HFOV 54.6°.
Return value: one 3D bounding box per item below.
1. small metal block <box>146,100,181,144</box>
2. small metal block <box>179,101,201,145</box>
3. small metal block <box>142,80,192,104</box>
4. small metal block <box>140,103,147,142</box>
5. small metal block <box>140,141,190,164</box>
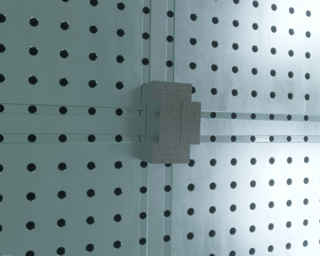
[{"bbox_3d":[0.003,-0.007,0.373,0.025,0.050,0.050,2,90,-20],"label":"small metal block"},{"bbox_3d":[0.027,-0.006,0.382,0.025,0.050,0.050,2,89,-19],"label":"small metal block"},{"bbox_3d":[0.008,-0.044,0.401,0.050,0.050,0.025,2,90,-20],"label":"small metal block"},{"bbox_3d":[0.002,-0.007,0.412,0.050,0.025,0.050,2,90,-19],"label":"small metal block"},{"bbox_3d":[0.005,0.031,0.401,0.050,0.050,0.025,2,90,-20],"label":"small metal block"}]
